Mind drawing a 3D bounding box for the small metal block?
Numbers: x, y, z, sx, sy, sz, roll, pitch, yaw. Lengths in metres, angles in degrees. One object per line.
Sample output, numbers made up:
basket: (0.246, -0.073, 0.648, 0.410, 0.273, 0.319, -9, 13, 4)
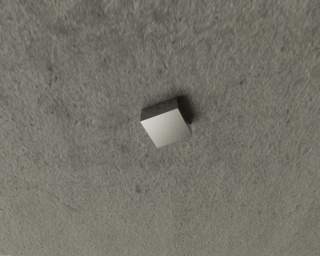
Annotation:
small metal block: (0.009, -0.006, 0.402, 0.050, 0.025, 0.050, -19, 128, 15)
